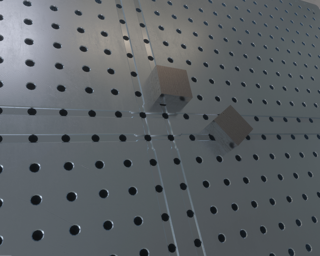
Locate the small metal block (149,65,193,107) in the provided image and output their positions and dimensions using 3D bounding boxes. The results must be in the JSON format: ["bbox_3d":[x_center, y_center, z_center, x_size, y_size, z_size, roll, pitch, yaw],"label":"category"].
[{"bbox_3d":[0.016,-0.061,0.454,0.050,0.025,0.050,4,60,-26],"label":"small metal block"}]

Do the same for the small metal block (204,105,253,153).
[{"bbox_3d":[0.103,0.001,0.463,0.050,0.025,0.050,48,51,5],"label":"small metal block"}]
